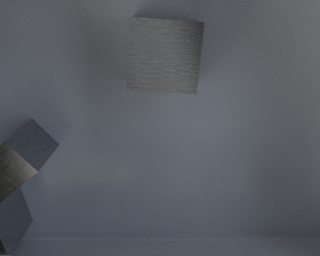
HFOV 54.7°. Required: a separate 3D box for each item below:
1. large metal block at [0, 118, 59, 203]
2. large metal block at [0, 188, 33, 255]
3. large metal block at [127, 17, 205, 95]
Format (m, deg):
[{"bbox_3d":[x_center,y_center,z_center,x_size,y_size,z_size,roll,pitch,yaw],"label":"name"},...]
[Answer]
[{"bbox_3d":[-0.187,0.043,0.396,0.080,0.080,0.050,-38,106,12],"label":"large metal block"},{"bbox_3d":[-0.226,0.123,0.425,0.050,0.080,0.079,-10,110,3],"label":"large metal block"},{"bbox_3d":[0.005,-0.087,0.366,0.081,0.050,0.079,4,110,-2],"label":"large metal block"}]
